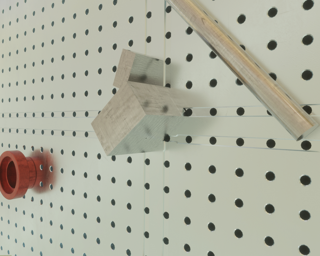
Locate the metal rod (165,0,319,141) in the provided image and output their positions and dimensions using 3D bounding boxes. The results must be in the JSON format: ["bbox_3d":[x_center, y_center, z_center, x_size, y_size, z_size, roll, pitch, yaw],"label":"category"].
[{"bbox_3d":[0.062,-0.106,0.356,0.025,0.025,0.299,-50,61,28],"label":"metal rod"}]

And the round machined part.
[{"bbox_3d":[-0.291,0.094,0.634,0.098,0.042,0.097,0,90,39],"label":"round machined part"}]

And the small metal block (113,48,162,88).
[{"bbox_3d":[-0.030,-0.075,0.416,0.025,0.050,0.050,29,108,36],"label":"small metal block"}]

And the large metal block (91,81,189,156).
[{"bbox_3d":[-0.025,-0.010,0.393,0.080,0.081,0.050,-45,64,30],"label":"large metal block"}]
